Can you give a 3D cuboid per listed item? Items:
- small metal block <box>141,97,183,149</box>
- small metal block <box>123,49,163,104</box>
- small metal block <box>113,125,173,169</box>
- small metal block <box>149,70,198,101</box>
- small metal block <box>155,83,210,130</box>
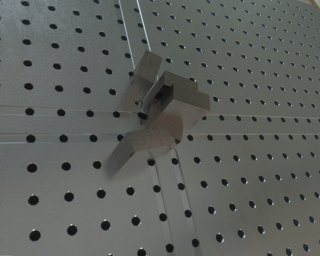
[{"bbox_3d":[0.004,-0.006,0.416,0.050,0.025,0.050,21,54,-16],"label":"small metal block"},{"bbox_3d":[-0.023,-0.070,0.423,0.025,0.050,0.050,26,53,-13],"label":"small metal block"},{"bbox_3d":[-0.021,0.023,0.368,0.050,0.050,0.025,-10,67,-33],"label":"small metal block"},{"bbox_3d":[0.018,-0.048,0.433,0.050,0.050,0.025,18,55,-18],"label":"small metal block"},{"bbox_3d":[0.028,-0.026,0.393,0.050,0.050,0.025,16,55,-20],"label":"small metal block"}]
